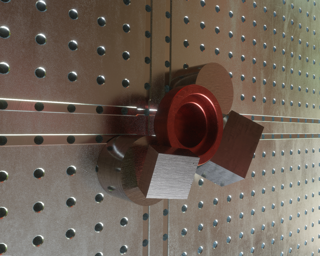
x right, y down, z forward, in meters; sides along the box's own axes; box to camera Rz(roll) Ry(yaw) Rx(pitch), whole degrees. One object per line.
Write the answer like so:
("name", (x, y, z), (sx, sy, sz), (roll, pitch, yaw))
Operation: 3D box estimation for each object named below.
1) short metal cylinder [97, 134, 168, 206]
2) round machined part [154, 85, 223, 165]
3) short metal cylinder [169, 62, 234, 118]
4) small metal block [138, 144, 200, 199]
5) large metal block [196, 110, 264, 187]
("short metal cylinder", (-0.027, 0.048, 0.370), (0.081, 0.050, 0.079), (0, 90, -40))
("round machined part", (0.031, -0.003, 0.386), (0.099, 0.042, 0.097), (0, 90, -40))
("short metal cylinder", (0.060, -0.050, 0.443), (0.081, 0.050, 0.079), (0, 90, -40))
("small metal block", (0.009, 0.048, 0.335), (0.050, 0.025, 0.050), (9, 104, -28))
("large metal block", (0.096, 0.032, 0.445), (0.050, 0.080, 0.080), (28, 69, -1))
